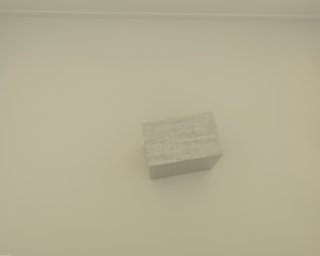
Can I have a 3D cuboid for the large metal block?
[{"bbox_3d":[0.023,0.024,0.372,0.081,0.080,0.050,-10,71,-4],"label":"large metal block"}]
